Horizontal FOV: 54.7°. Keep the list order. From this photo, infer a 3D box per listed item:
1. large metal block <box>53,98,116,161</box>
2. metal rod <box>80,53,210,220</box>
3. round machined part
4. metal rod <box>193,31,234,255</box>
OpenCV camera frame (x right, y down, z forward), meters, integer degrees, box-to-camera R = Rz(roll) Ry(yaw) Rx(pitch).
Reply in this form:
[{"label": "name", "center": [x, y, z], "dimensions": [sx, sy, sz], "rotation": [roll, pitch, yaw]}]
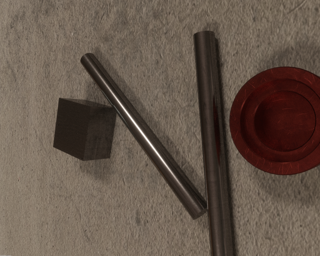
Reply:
[{"label": "large metal block", "center": [-0.118, 0.000, 0.483], "dimensions": [0.080, 0.050, 0.079], "rotation": [16, 100, 38]}, {"label": "metal rod", "center": [-0.034, -0.005, 0.430], "dimensions": [0.300, 0.025, 0.025], "rotation": [52, 120, 27]}, {"label": "round machined part", "center": [0.120, -0.006, 0.294], "dimensions": [0.098, 0.042, 0.097], "rotation": [0, 90, 39]}, {"label": "metal rod", "center": [0.062, 0.040, 0.352], "dimensions": [0.025, 0.025, 0.298], "rotation": [-7, 86, 39]}]
